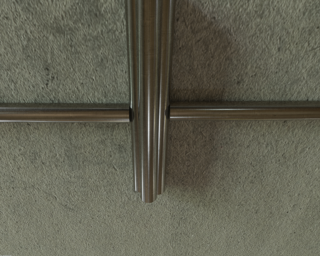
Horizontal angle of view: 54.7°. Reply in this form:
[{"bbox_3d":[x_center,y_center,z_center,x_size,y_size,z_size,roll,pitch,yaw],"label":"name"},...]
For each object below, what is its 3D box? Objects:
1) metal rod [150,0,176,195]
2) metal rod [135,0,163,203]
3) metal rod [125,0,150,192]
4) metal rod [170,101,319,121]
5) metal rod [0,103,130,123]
[{"bbox_3d":[-0.001,-0.017,0.395,0.025,0.025,0.298,1,130,-1],"label":"metal rod"},{"bbox_3d":[-0.014,-0.010,0.374,0.025,0.025,0.298,1,130,-1],"label":"metal rod"},{"bbox_3d":[-0.025,-0.022,0.391,0.025,0.025,0.298,1,130,-1],"label":"metal rod"},{"bbox_3d":[0.163,-0.022,0.392,0.302,0.025,0.025,0,130,-1],"label":"metal rod"},{"bbox_3d":[-0.189,-0.019,0.389,0.302,0.025,0.025,0,130,-1],"label":"metal rod"}]
